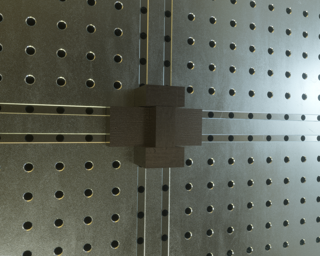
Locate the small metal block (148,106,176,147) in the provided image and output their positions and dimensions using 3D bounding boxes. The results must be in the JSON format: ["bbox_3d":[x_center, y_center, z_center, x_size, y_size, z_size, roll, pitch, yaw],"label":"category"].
[{"bbox_3d":[-0.002,-0.002,0.399,0.025,0.050,0.050,1,90,-20],"label":"small metal block"}]

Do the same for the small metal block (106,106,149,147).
[{"bbox_3d":[-0.042,-0.002,0.398,0.050,0.025,0.050,1,90,-21],"label":"small metal block"}]

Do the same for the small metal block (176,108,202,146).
[{"bbox_3d":[0.029,-0.001,0.424,0.050,0.025,0.050,1,90,-21],"label":"small metal block"}]

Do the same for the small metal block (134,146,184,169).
[{"bbox_3d":[-0.002,0.036,0.399,0.050,0.050,0.025,1,90,-20],"label":"small metal block"}]

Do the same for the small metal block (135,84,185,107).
[{"bbox_3d":[-0.001,-0.039,0.399,0.050,0.050,0.025,1,90,-20],"label":"small metal block"}]
